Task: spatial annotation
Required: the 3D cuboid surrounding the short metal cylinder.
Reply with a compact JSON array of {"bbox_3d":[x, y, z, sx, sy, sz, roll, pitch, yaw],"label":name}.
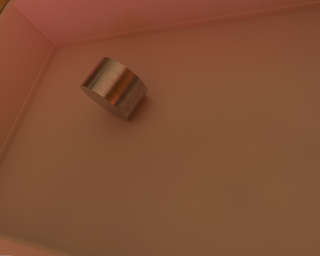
[{"bbox_3d":[-0.064,-0.054,0.439,0.080,0.080,0.050,26,76,37],"label":"short metal cylinder"}]
